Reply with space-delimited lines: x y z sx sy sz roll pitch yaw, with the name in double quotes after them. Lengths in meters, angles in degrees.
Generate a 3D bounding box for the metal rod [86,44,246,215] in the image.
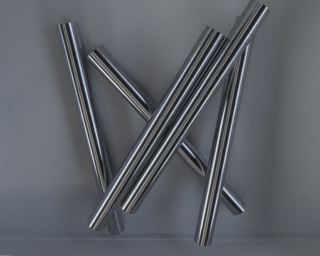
0.018 0.013 0.416 0.025 0.025 0.300 -39 106 13 "metal rod"

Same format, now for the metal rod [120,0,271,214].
0.033 -0.012 0.379 0.025 0.025 0.298 29 107 -11 "metal rod"

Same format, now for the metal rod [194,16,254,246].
0.081 0.014 0.398 0.025 0.025 0.298 8 103 -3 "metal rod"

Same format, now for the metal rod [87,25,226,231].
-0.014 0.013 0.388 0.025 0.025 0.298 29 107 -11 "metal rod"

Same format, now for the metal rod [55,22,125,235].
-0.088 0.015 0.415 0.025 0.025 0.298 -8 110 3 "metal rod"
